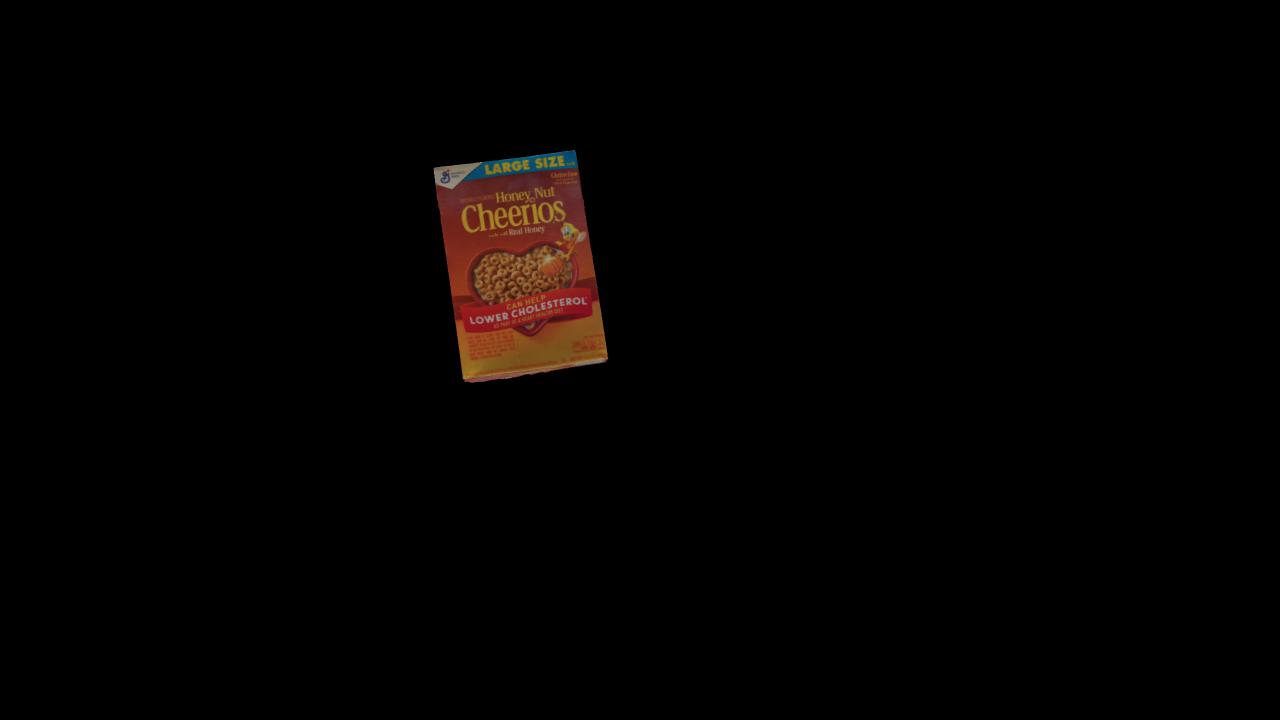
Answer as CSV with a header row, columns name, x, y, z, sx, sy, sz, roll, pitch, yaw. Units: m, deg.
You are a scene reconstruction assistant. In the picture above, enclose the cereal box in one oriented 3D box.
name,x,y,z,sx,sy,sz,roll,pitch,yaw
cereal box,-0.168,-0.132,0.878,0.203,0.306,0.081,-8,-4,-6
